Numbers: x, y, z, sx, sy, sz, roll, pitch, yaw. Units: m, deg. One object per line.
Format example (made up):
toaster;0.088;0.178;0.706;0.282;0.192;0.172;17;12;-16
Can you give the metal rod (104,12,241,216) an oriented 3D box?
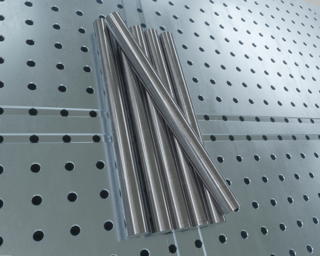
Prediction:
metal rod;0.009;-0.028;0.397;0.025;0.025;0.299;-21;73;-36

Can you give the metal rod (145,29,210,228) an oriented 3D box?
metal rod;0.016;-0.016;0.427;0.025;0.025;0.299;1;61;-28

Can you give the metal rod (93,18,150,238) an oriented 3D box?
metal rod;-0.054;-0.019;0.389;0.025;0.025;0.299;1;61;-28

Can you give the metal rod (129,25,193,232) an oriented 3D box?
metal rod;-0.006;-0.017;0.414;0.025;0.025;0.299;1;61;-28

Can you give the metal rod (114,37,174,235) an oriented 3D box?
metal rod;-0.028;-0.018;0.402;0.025;0.025;0.299;1;61;-28

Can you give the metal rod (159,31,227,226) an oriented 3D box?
metal rod;0.039;-0.016;0.439;0.025;0.025;0.299;1;61;-28
